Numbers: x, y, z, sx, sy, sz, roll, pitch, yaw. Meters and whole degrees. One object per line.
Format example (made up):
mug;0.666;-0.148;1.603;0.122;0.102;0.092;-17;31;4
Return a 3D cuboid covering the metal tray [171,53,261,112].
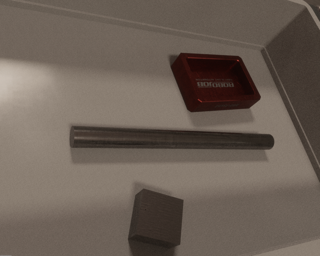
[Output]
metal tray;0.091;-0.074;0.498;0.131;0.030;0.090;-5;64;-31

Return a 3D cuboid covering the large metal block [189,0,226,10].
large metal block;0.093;-0.296;0.626;0.081;0.050;0.080;7;59;-25

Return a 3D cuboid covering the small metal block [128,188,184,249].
small metal block;-0.004;0.101;0.344;0.050;0.025;0.050;20;54;-17

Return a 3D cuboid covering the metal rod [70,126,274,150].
metal rod;0.036;0.016;0.416;0.303;0.025;0.025;3;61;-27
